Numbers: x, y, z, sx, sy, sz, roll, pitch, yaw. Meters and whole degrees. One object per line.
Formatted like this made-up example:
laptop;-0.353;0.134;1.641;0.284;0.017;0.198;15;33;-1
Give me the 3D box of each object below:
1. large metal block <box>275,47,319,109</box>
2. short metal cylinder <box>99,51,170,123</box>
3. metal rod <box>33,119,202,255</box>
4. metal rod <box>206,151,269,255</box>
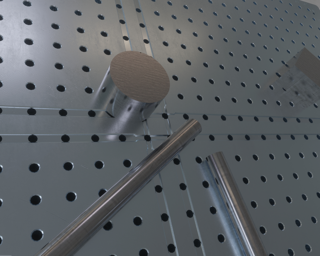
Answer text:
large metal block;0.285;-0.099;0.606;0.080;0.050;0.080;42;51;0
short metal cylinder;-0.034;-0.054;0.407;0.081;0.050;0.080;14;56;-21
metal rod;-0.043;0.072;0.340;0.025;0.025;0.302;47;51;4
metal rod;0.123;0.168;0.371;0.025;0.025;0.299;-7;65;-31
